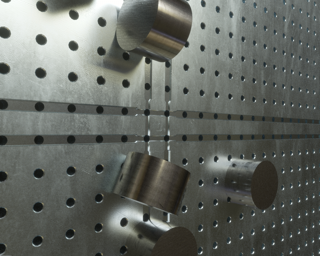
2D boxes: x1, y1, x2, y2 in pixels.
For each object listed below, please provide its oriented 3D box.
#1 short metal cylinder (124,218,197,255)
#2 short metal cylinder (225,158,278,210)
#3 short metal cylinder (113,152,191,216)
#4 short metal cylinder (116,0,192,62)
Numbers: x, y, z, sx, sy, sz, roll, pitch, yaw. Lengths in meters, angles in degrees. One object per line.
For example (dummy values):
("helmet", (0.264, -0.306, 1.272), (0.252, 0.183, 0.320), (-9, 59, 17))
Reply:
("short metal cylinder", (0.001, 0.160, 0.394), (0.081, 0.050, 0.079), (0, 90, -40))
("short metal cylinder", (0.155, 0.093, 0.523), (0.081, 0.050, 0.079), (0, 90, -40))
("short metal cylinder", (-0.009, 0.066, 0.365), (0.080, 0.080, 0.050), (31, 71, -36))
("short metal cylinder", (-0.008, -0.123, 0.366), (0.050, 0.080, 0.080), (10, 84, -40))
